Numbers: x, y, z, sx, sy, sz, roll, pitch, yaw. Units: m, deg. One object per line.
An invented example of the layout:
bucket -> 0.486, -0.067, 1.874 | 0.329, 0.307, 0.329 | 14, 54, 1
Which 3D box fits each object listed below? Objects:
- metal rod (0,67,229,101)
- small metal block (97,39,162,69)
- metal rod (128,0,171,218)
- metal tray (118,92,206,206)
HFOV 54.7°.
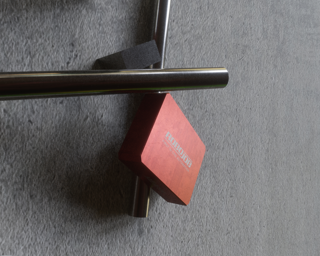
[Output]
metal rod -> -0.062, -0.044, 0.304 | 0.303, 0.025, 0.025 | -6, 95, -25
small metal block -> -0.036, -0.079, 0.358 | 0.050, 0.050, 0.025 | -31, 109, -36
metal rod -> -0.011, -0.040, 0.395 | 0.025, 0.025, 0.298 | 10, 84, -40
metal tray -> 0.010, 0.029, 0.381 | 0.130, 0.030, 0.090 | 51, 51, -45
